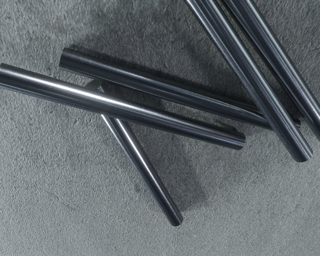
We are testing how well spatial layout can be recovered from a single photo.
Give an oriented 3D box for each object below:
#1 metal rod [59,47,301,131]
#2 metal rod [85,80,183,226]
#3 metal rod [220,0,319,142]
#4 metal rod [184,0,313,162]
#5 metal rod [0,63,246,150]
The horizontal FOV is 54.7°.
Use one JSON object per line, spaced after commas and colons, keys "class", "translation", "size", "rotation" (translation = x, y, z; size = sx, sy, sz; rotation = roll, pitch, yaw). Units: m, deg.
{"class": "metal rod", "translation": [0.035, -0.039, 0.374], "size": [0.302, 0.025, 0.025], "rotation": [15, 129, -13]}
{"class": "metal rod", "translation": [-0.024, 0.056, 0.453], "size": [0.025, 0.025, 0.299], "rotation": [-16, 129, 13]}
{"class": "metal rod", "translation": [0.138, -0.068, 0.350], "size": [0.025, 0.025, 0.300], "rotation": [-33, 123, 25]}
{"class": "metal rod", "translation": [0.092, -0.064, 0.333], "size": [0.025, 0.025, 0.300], "rotation": [-31, 118, 23]}
{"class": "metal rod", "translation": [-0.026, -0.017, 0.366], "size": [0.302, 0.025, 0.025], "rotation": [15, 129, -22]}
